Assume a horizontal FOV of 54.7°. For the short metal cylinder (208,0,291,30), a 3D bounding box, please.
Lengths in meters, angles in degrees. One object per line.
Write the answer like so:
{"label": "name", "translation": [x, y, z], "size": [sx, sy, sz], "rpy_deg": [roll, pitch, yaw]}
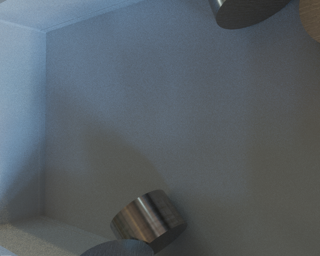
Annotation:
{"label": "short metal cylinder", "translation": [0.085, -0.141, 0.300], "size": [0.080, 0.081, 0.050], "rpy_deg": [-27, 73, 36]}

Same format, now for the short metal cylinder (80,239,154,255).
{"label": "short metal cylinder", "translation": [-0.043, 0.153, 0.304], "size": [0.080, 0.081, 0.050], "rpy_deg": [1, 102, 39]}

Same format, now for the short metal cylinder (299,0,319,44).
{"label": "short metal cylinder", "translation": [0.164, -0.101, 0.255], "size": [0.080, 0.050, 0.079], "rpy_deg": [0, 90, 39]}

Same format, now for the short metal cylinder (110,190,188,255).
{"label": "short metal cylinder", "translation": [-0.014, 0.121, 0.380], "size": [0.050, 0.081, 0.080], "rpy_deg": [52, 120, 27]}
